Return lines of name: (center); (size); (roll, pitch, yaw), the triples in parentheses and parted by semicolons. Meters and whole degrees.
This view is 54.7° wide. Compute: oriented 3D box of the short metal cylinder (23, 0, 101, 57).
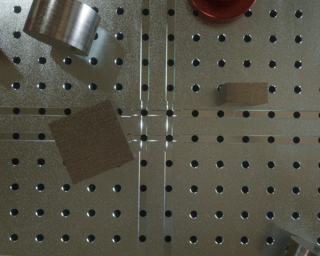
short metal cylinder: (-0.120, -0.128, 0.385); (0.080, 0.080, 0.050); (19, 90, 0)

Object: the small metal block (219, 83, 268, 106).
small metal block: (0.106, -0.043, 0.401); (0.050, 0.050, 0.025); (0, 90, 0)

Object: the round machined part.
round machined part: (0.084, -0.192, 0.405); (0.099, 0.042, 0.097); (0, 90, 0)

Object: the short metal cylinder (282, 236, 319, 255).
short metal cylinder: (0.193, 0.179, 0.387); (0.080, 0.080, 0.050); (24, 90, 0)

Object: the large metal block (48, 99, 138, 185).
large metal block: (-0.083, 0.017, 0.400); (0.080, 0.050, 0.080); (-22, 90, 0)
